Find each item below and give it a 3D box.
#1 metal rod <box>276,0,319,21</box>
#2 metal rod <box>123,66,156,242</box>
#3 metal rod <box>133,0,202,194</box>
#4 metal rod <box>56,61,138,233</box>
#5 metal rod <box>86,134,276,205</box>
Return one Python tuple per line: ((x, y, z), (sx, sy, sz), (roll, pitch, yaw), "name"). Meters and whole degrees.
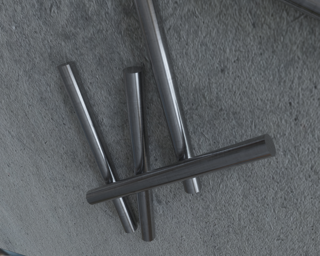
((0.095, -0.133, 0.274), (0.301, 0.025, 0.025), (30, 128, 8), "metal rod")
((-0.026, 0.057, 0.455), (0.025, 0.025, 0.298), (11, 123, 22), "metal rod")
((0.010, -0.047, 0.372), (0.025, 0.025, 0.298), (-1, 118, 29), "metal rod")
((-0.090, 0.044, 0.481), (0.025, 0.025, 0.298), (-2, 118, 29), "metal rod")
((0.003, 0.064, 0.411), (0.299, 0.025, 0.025), (-23, 106, 36), "metal rod")
